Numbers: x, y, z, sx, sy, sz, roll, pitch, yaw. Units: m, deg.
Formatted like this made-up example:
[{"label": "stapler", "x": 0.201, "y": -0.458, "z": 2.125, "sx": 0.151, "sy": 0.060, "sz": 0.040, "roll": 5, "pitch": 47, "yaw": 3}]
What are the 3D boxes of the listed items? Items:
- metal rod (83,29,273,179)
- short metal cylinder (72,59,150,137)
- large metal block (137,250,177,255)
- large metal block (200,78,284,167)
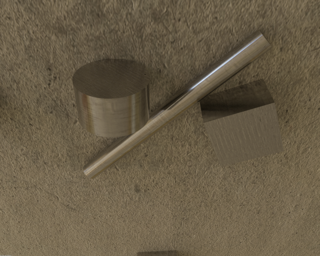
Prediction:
[{"label": "metal rod", "x": 0.004, "y": -0.015, "z": 0.394, "sx": 0.299, "sy": 0.025, "sz": 0.025, "roll": -36, "pitch": 122, "yaw": 26}, {"label": "short metal cylinder", "x": -0.051, "y": -0.035, "z": 0.341, "sx": 0.081, "sy": 0.080, "sz": 0.050, "roll": 2, "pitch": 130, "yaw": -2}, {"label": "large metal block", "x": -0.002, "y": 0.302, "z": 0.648, "sx": 0.080, "sy": 0.050, "sz": 0.080, "roll": -5, "pitch": 130, "yaw": 3}, {"label": "large metal block", "x": 0.102, "y": -0.005, "z": 0.388, "sx": 0.080, "sy": 0.050, "sz": 0.080, "roll": -17, "pitch": 128, "yaw": 13}]
